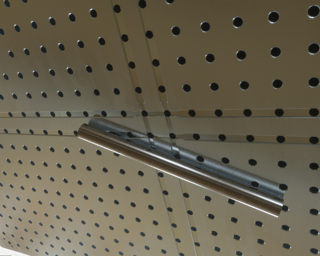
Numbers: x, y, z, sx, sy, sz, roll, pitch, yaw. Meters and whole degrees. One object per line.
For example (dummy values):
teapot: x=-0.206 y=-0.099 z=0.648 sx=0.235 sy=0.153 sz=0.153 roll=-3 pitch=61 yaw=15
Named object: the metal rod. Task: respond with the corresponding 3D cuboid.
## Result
metal rod: x=0.017 y=0.053 z=0.435 sx=0.301 sy=0.025 sz=0.025 roll=20 pitch=126 yaw=16
